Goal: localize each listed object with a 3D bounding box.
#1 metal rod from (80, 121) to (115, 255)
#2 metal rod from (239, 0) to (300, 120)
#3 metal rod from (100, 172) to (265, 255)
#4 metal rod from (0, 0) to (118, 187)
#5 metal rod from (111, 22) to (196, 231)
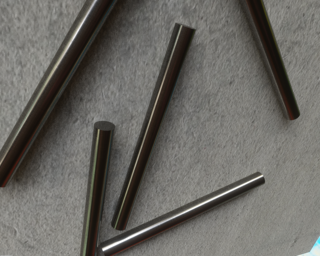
[{"bbox_3d":[-0.094,0.128,0.435,0.025,0.025,0.298,-3,120,-28],"label":"metal rod"},{"bbox_3d":[0.146,-0.111,0.420,0.025,0.025,0.300,-41,130,-1],"label":"metal rod"},{"bbox_3d":[0.048,0.141,0.522,0.302,0.025,0.025,-20,126,-17],"label":"metal rod"},{"bbox_3d":[-0.098,-0.063,0.315,0.025,0.025,0.299,26,104,-37],"label":"metal rod"},{"bbox_3d":[-0.016,0.014,0.408,0.025,0.025,0.298,5,116,-31],"label":"metal rod"}]
